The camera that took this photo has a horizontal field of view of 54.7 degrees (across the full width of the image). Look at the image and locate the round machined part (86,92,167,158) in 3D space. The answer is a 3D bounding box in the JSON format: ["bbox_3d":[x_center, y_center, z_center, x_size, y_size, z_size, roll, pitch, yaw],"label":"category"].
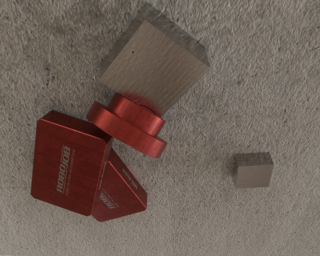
[{"bbox_3d":[-0.033,-0.007,0.364,0.098,0.098,0.042,30,91,-24],"label":"round machined part"}]

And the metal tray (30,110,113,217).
[{"bbox_3d":[-0.120,0.050,0.414,0.090,0.030,0.129,18,118,3],"label":"metal tray"}]

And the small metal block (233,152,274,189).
[{"bbox_3d":[0.138,0.064,0.464,0.050,0.025,0.050,-3,130,2],"label":"small metal block"}]

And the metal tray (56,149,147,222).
[{"bbox_3d":[-0.087,0.091,0.480,0.090,0.030,0.130,-19,128,15],"label":"metal tray"}]

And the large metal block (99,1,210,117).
[{"bbox_3d":[-0.006,-0.070,0.331,0.080,0.050,0.080,31,124,-24],"label":"large metal block"}]
